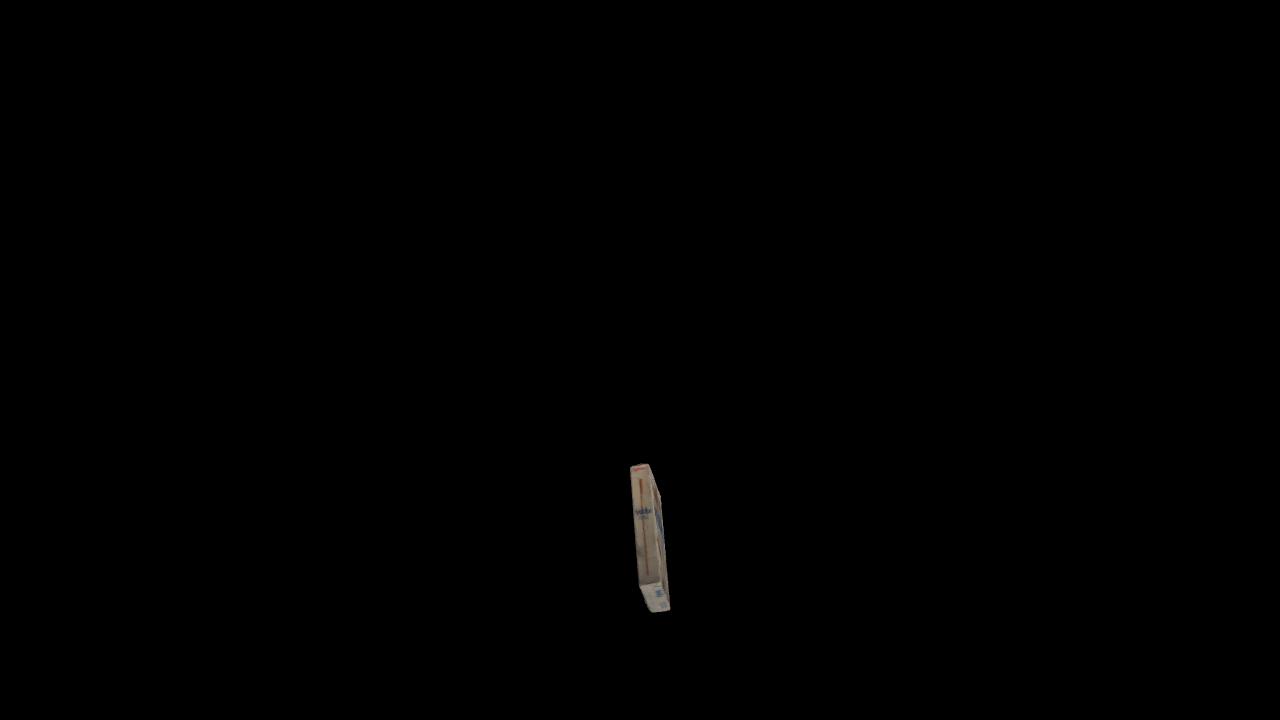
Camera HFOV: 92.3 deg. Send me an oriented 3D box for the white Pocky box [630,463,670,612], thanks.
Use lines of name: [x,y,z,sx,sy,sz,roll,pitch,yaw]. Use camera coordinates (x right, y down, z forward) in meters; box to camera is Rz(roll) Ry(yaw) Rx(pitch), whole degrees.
white Pocky box: [0.012,0.212,0.739,0.028,0.154,0.084,-10,-43,6]
